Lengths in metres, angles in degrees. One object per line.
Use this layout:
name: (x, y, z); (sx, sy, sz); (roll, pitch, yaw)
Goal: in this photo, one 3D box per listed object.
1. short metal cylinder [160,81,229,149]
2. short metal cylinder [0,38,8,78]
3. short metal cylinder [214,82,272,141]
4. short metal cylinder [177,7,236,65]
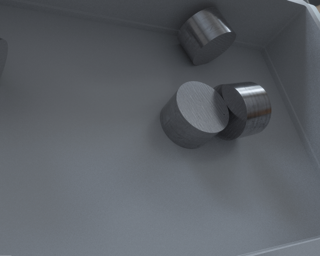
short metal cylinder: (0.047, -0.017, 0.427); (0.081, 0.050, 0.080); (14, 56, -21)
short metal cylinder: (-0.193, -0.061, 0.304); (0.050, 0.080, 0.080); (23, 53, -15)
short metal cylinder: (0.111, -0.025, 0.448); (0.050, 0.080, 0.080); (-11, 67, -33)
short metal cylinder: (0.075, -0.147, 0.503); (0.081, 0.080, 0.050); (-20, 73, -36)
